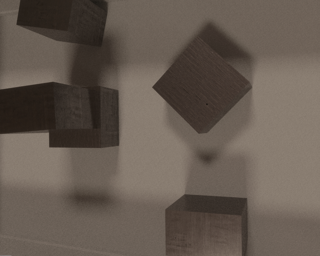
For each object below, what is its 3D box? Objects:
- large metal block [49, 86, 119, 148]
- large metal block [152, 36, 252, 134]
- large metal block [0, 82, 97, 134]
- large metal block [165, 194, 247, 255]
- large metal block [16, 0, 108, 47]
[{"bbox_3d":[-0.105,-0.014,0.433,0.080,0.050,0.079,-1,90,19],"label":"large metal block"},{"bbox_3d":[0.052,-0.050,0.378,0.080,0.050,0.080,46,104,14],"label":"large metal block"},{"bbox_3d":[-0.134,-0.021,0.374,0.080,0.080,0.050,-5,89,19],"label":"large metal block"},{"bbox_3d":[0.057,0.113,0.361,0.080,0.080,0.050,-1,90,19],"label":"large metal block"},{"bbox_3d":[-0.132,-0.151,0.426,0.080,0.080,0.050,12,94,19],"label":"large metal block"}]
